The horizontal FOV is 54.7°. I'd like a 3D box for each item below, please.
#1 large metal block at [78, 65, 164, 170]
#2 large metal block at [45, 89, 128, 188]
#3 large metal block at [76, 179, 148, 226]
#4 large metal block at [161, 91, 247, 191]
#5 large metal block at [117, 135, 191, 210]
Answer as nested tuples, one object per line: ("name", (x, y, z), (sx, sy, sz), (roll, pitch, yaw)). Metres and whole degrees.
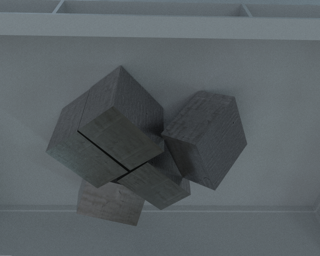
("large metal block", (-0.040, -0.012, 0.360), (0.050, 0.080, 0.080), (-31, 124, 23))
("large metal block", (-0.082, 0.013, 0.382), (0.050, 0.080, 0.080), (-30, 124, 23))
("large metal block", (-0.070, 0.091, 0.439), (0.081, 0.080, 0.050), (17, 93, -15))
("large metal block", (0.057, 0.014, 0.375), (0.050, 0.080, 0.080), (16, 144, 41))
("large metal block", (-0.007, 0.048, 0.411), (0.050, 0.080, 0.080), (-34, 123, 25))
